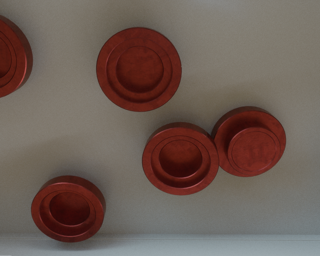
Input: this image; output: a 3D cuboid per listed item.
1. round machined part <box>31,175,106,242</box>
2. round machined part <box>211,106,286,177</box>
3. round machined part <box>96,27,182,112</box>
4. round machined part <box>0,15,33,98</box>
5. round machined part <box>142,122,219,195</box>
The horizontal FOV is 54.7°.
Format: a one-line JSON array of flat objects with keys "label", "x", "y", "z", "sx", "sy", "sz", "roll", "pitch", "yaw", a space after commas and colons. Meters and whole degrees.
[{"label": "round machined part", "x": -0.126, "y": 0.110, "z": 0.441, "sx": 0.099, "sy": 0.042, "sz": 0.097, "roll": 0, "pitch": 110, "yaw": -1}, {"label": "round machined part", "x": 0.120, "y": 0.023, "z": 0.413, "sx": 0.099, "sy": 0.042, "sz": 0.097, "roll": 0, "pitch": 110, "yaw": -1}, {"label": "round machined part", "x": -0.024, "y": -0.072, "z": 0.375, "sx": 0.099, "sy": 0.042, "sz": 0.097, "roll": 0, "pitch": 110, "yaw": -1}, {"label": "round machined part", "x": -0.200, "y": -0.087, "z": 0.367, "sx": 0.099, "sy": 0.042, "sz": 0.097, "roll": 0, "pitch": 110, "yaw": -1}, {"label": "round machined part", "x": 0.028, "y": 0.037, "z": 0.414, "sx": 0.099, "sy": 0.042, "sz": 0.097, "roll": 1, "pitch": 111, "yaw": 4}]
